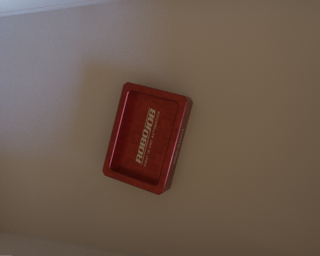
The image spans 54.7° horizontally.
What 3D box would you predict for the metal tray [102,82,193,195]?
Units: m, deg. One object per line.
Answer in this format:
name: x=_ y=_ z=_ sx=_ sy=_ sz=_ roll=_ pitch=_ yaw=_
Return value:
metal tray: x=-0.017 y=0.012 z=0.412 sx=0.090 sy=0.030 sz=0.129 roll=16 pitch=95 yaw=18
